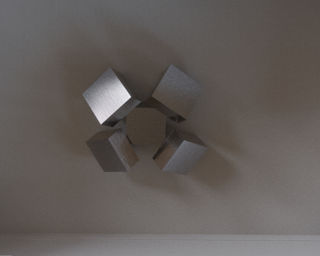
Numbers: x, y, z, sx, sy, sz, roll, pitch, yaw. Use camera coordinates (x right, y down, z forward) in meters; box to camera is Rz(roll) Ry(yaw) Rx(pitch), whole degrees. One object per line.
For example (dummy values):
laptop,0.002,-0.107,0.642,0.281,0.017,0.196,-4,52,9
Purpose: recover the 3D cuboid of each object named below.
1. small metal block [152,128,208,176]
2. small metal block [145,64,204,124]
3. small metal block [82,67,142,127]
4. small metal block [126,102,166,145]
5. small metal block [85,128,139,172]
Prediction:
small metal block,0.027,0.033,0.410,0.050,0.025,0.050,19,113,-44
small metal block,0.018,-0.041,0.381,0.050,0.025,0.050,33,69,-12
small metal block,-0.060,-0.037,0.381,0.050,0.025,0.050,-41,68,14
small metal block,-0.018,-0.006,0.406,0.050,0.025,0.050,1,110,-1
small metal block,-0.063,0.030,0.407,0.050,0.025,0.050,-9,116,44
